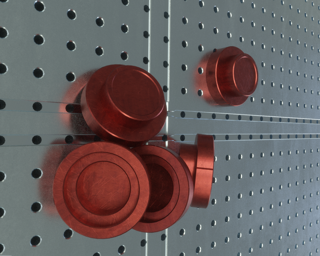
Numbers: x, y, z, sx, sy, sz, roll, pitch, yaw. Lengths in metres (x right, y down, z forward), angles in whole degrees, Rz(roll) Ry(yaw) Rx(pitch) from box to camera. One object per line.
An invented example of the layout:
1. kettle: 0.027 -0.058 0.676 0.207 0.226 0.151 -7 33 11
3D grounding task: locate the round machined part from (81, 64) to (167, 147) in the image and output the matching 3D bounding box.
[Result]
1. round machined part: -0.034 -0.031 0.347 0.099 0.042 0.098 14 60 -25

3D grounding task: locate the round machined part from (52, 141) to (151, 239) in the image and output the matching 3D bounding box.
1. round machined part: -0.058 0.062 0.330 0.099 0.042 0.097 0 88 2

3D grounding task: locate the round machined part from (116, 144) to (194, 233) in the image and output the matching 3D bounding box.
1. round machined part: -0.008 0.069 0.366 0.042 0.098 0.097 19 76 -70

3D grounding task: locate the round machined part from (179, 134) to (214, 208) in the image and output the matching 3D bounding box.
1. round machined part: 0.044 0.056 0.415 0.042 0.098 0.097 6 85 3

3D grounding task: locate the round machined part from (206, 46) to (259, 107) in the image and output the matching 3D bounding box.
1. round machined part: 0.123 -0.084 0.504 0.099 0.042 0.097 0 90 -40
